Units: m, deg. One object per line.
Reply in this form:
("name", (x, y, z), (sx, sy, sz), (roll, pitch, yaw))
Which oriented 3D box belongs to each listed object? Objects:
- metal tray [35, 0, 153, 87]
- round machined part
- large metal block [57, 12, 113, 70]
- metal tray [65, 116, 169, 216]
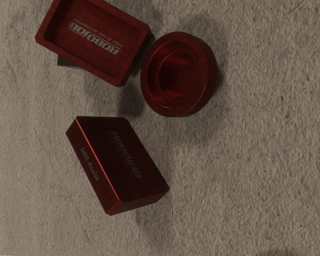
("metal tray", (-0.088, -0.124, 0.417), (0.130, 0.030, 0.090), (30, 97, 1))
("round machined part", (0.026, -0.061, 0.371), (0.098, 0.042, 0.097), (0, 90, 39))
("large metal block", (-0.111, -0.131, 0.477), (0.080, 0.050, 0.079), (12, 97, 39))
("metal tray", (-0.055, 0.042, 0.405), (0.030, 0.091, 0.130), (-48, 62, 29))
